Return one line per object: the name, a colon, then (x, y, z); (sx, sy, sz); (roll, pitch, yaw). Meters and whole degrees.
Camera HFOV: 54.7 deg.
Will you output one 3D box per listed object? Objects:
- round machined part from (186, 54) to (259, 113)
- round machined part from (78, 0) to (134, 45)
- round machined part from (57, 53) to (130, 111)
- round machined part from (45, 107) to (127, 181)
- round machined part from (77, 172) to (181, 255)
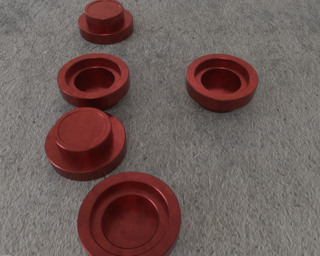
round machined part: (0.086, -0.060, 0.443); (0.099, 0.042, 0.098); (0, 50, 0)
round machined part: (-0.098, -0.196, 0.556); (0.099, 0.042, 0.098); (0, 50, 0)
round machined part: (-0.092, -0.061, 0.442); (0.099, 0.042, 0.098); (0, 49, 0)
round machined part: (-0.092, 0.012, 0.381); (0.099, 0.042, 0.098); (0, 50, 0)
round machined part: (-0.029, 0.096, 0.311); (0.099, 0.042, 0.098); (0, 50, 0)
